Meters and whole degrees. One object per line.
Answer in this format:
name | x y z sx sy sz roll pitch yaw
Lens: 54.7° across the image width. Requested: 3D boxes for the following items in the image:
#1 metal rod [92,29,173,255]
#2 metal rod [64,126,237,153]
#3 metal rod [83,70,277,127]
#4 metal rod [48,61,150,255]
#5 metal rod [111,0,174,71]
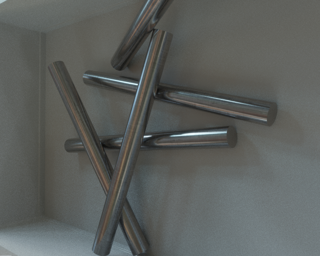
metal rod | -0.038 0.025 0.396 0.025 0.025 0.298 24 102 37
metal rod | -0.037 0.020 0.434 0.300 0.025 0.025 -5 87 39
metal rod | 0.000 -0.047 0.404 0.300 0.025 0.025 16 101 38
metal rod | -0.092 0.037 0.448 0.025 0.025 0.299 -32 80 35
metal rod | 0.000 -0.136 0.326 0.299 0.025 0.025 -33 68 61
